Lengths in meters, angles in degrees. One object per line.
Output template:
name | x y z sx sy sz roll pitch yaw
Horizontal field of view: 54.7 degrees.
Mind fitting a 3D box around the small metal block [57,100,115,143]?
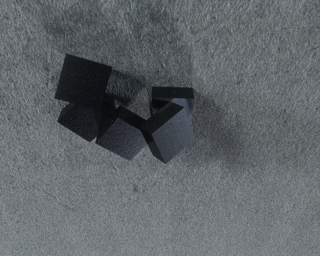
small metal block | -0.092 -0.016 0.394 0.050 0.025 0.050 -37 122 27

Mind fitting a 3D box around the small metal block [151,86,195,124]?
small metal block | 0.014 -0.024 0.388 0.050 0.025 0.050 1 130 -2

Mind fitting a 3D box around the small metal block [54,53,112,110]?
small metal block | -0.086 -0.051 0.349 0.050 0.025 0.050 14 92 -13

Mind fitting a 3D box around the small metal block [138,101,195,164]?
small metal block | 0.010 0.005 0.364 0.050 0.025 0.050 -40 131 -20

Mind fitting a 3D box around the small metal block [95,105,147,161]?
small metal block | -0.043 0.007 0.380 0.050 0.025 0.050 30 124 -24
